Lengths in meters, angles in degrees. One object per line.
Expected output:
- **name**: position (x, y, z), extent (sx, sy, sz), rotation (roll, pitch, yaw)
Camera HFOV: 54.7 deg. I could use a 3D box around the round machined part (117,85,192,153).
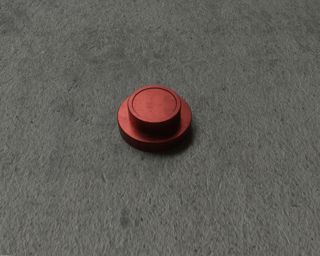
- **round machined part**: position (-0.007, -0.019, 0.409), extent (0.099, 0.042, 0.098), rotation (0, 50, 0)
